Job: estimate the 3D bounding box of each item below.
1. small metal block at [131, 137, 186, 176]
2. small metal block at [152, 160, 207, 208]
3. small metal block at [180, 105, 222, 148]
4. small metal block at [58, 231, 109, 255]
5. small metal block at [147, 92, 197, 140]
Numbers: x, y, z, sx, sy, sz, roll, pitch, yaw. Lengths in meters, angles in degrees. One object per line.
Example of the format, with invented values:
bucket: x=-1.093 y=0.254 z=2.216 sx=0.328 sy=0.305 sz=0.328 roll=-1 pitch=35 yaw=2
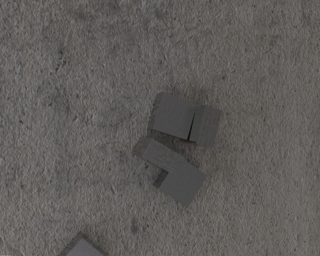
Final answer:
small metal block: x=-0.003 y=0.035 z=0.394 sx=0.050 sy=0.050 sz=0.025 roll=32 pitch=80 yaw=-17
small metal block: x=0.027 y=0.071 z=0.419 sx=0.050 sy=0.025 sz=0.050 roll=36 pitch=78 yaw=-17
small metal block: x=0.054 y=-0.002 z=0.416 sx=0.025 sy=0.050 sz=0.050 roll=16 pitch=85 yaw=-20
small metal block: x=-0.095 y=0.164 z=0.374 sx=0.050 sy=0.025 sz=0.050 roll=46 pitch=76 yaw=-14
small metal block: x=0.016 y=-0.015 z=0.415 sx=0.050 sy=0.025 sz=0.050 roll=18 pitch=84 yaw=-19
